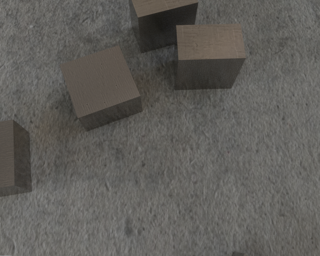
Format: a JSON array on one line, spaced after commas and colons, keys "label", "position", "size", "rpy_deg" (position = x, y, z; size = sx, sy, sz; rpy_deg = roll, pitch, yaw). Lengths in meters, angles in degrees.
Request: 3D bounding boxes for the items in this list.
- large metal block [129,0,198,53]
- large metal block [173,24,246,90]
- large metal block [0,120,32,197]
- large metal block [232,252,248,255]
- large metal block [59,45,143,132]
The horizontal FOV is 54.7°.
[{"label": "large metal block", "position": [0.003, -0.158, 0.437], "size": [0.081, 0.080, 0.050], "rpy_deg": [-17, 71, -6]}, {"label": "large metal block", "position": [0.061, -0.092, 0.413], "size": [0.081, 0.080, 0.050], "rpy_deg": [-2, 70, -1]}, {"label": "large metal block", "position": [-0.208, 0.042, 0.377], "size": [0.081, 0.050, 0.080], "rpy_deg": [-9, 70, -4]}, {"label": "large metal block", "position": [0.102, 0.190, 0.327], "size": [0.080, 0.050, 0.080], "rpy_deg": [29, 72, 10]}, {"label": "large metal block", "position": [-0.077, -0.052, 0.413], "size": [0.080, 0.050, 0.080], "rpy_deg": [-21, 72, -8]}]
